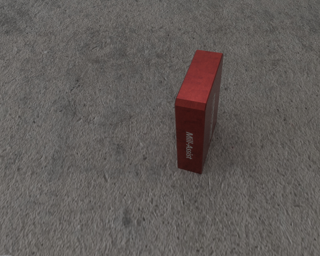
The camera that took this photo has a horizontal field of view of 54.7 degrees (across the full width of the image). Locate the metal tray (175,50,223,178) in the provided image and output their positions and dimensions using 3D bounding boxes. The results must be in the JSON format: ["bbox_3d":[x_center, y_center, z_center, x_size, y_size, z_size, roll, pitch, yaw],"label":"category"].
[{"bbox_3d":[0.046,-0.013,0.365,0.030,0.129,0.090,12,52,15],"label":"metal tray"}]
